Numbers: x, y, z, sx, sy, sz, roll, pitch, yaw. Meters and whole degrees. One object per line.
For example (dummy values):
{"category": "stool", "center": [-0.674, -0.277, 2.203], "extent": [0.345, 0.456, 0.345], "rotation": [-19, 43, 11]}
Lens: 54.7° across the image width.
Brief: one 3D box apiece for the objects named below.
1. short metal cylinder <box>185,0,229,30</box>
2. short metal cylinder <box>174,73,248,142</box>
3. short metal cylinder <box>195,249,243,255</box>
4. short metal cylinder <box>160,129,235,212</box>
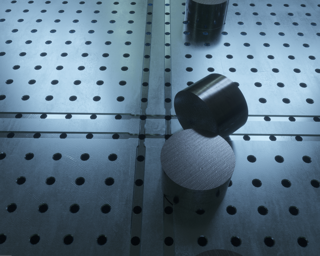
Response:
{"category": "short metal cylinder", "center": [0.088, -0.231, 0.587], "extent": [0.081, 0.050, 0.080], "rotation": [0, 50, 0]}
{"category": "short metal cylinder", "center": [0.063, -0.022, 0.391], "extent": [0.050, 0.080, 0.080], "rotation": [-32, 57, -24]}
{"category": "short metal cylinder", "center": [0.051, 0.152, 0.264], "extent": [0.081, 0.050, 0.080], "rotation": [0, 50, 0]}
{"category": "short metal cylinder", "center": [0.041, 0.047, 0.352], "extent": [0.081, 0.050, 0.080], "rotation": [0, 50, 0]}
